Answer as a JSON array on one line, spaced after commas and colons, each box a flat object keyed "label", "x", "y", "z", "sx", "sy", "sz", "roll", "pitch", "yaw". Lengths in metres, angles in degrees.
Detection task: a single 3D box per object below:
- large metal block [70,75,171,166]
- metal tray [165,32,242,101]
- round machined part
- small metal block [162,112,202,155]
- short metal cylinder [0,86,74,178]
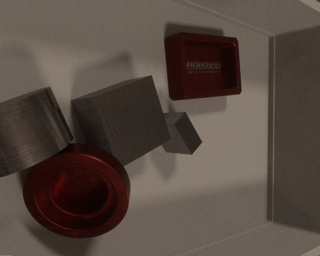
[{"label": "large metal block", "x": -0.043, "y": -0.008, "z": 0.356, "sx": 0.081, "sy": 0.050, "sz": 0.080, "roll": -28, "pitch": 108, "yaw": -37}, {"label": "metal tray", "x": 0.069, "y": -0.090, "z": 0.462, "sx": 0.131, "sy": 0.030, "sz": 0.089, "roll": -9, "pitch": 96, "yaw": -40}, {"label": "round machined part", "x": -0.079, "y": 0.058, "z": 0.309, "sx": 0.099, "sy": 0.042, "sz": 0.097, "roll": 0, "pitch": 114, "yaw": -1}, {"label": "small metal block", "x": 0.020, "y": 0.007, "z": 0.409, "sx": 0.025, "sy": 0.050, "sz": 0.050, "roll": -46, "pitch": 118, "yaw": -30}, {"label": "short metal cylinder", "x": -0.124, "y": 0.002, "z": 0.268, "sx": 0.081, "sy": 0.080, "sz": 0.050, "roll": -32, "pitch": 110, "yaw": -36}]
